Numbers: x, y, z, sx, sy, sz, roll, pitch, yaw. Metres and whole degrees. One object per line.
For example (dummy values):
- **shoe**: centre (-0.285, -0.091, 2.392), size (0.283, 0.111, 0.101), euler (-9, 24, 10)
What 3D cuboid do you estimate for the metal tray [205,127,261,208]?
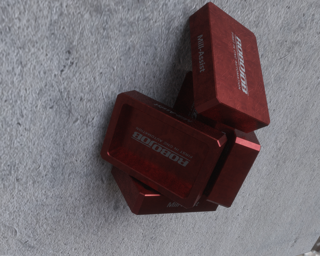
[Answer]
- **metal tray**: centre (0.091, 0.032, 0.415), size (0.030, 0.130, 0.089), euler (20, 112, -1)

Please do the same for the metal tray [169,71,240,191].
- **metal tray**: centre (0.046, 0.004, 0.395), size (0.030, 0.090, 0.129), euler (7, 115, -32)

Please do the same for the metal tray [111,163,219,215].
- **metal tray**: centre (0.010, 0.073, 0.418), size (0.131, 0.090, 0.030), euler (7, 115, -32)

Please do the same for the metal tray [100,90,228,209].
- **metal tray**: centre (0.000, 0.022, 0.360), size (0.030, 0.130, 0.089), euler (-26, 140, -62)

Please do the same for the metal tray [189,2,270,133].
- **metal tray**: centre (0.078, -0.067, 0.351), size (0.091, 0.130, 0.030), euler (19, 149, -36)
